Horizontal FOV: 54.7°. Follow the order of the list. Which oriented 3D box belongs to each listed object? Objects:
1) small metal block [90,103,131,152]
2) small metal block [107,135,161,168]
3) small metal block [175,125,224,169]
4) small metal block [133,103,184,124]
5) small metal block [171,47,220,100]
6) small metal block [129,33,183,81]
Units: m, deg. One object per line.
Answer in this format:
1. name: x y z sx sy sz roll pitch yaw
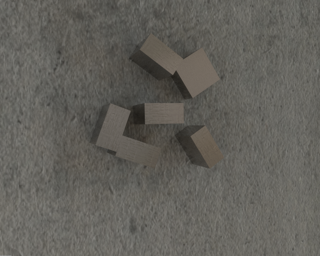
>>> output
1. small metal block: -0.061 -0.001 0.374 0.025 0.050 0.050 21 83 -19
2. small metal block: -0.033 0.028 0.384 0.050 0.050 0.025 20 84 -19
3. small metal block: 0.052 0.024 0.416 0.025 0.050 0.050 -35 102 -17
4. small metal block: -0.003 -0.018 0.396 0.050 0.050 0.025 -2 91 -20
5. small metal block: 0.046 -0.074 0.427 0.050 0.025 0.050 -35 102 -17
6. small metal block: -0.006 -0.088 0.394 0.050 0.050 0.025 35 79 -17
